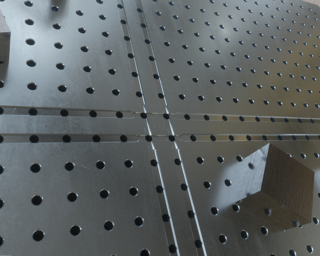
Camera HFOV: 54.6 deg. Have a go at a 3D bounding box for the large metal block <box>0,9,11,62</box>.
[{"bbox_3d":[-0.223,-0.116,0.343,0.081,0.050,0.080,-19,72,-35],"label":"large metal block"}]

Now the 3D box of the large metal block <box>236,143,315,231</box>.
[{"bbox_3d":[0.161,0.081,0.428,0.080,0.050,0.080,32,52,-7],"label":"large metal block"}]
